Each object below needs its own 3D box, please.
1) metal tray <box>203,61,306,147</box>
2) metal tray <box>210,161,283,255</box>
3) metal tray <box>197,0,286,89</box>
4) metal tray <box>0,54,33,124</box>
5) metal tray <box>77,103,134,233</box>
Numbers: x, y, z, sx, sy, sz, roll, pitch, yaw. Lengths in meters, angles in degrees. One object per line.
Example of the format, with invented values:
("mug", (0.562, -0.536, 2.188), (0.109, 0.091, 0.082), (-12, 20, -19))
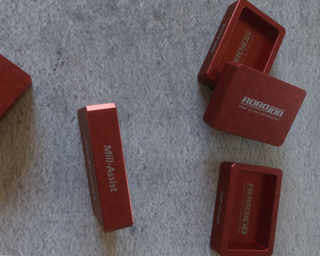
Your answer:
("metal tray", (0.135, -0.031, 0.436), (0.131, 0.030, 0.089), (15, 103, -26))
("metal tray", (0.127, 0.119, 0.455), (0.091, 0.030, 0.129), (9, 87, -20))
("metal tray", (0.120, -0.108, 0.452), (0.090, 0.030, 0.130), (27, 81, -18))
("metal tray", (-0.217, -0.057, 0.326), (0.130, 0.030, 0.090), (38, 78, -16))
("metal tray", (-0.065, 0.040, 0.351), (0.030, 0.090, 0.129), (-9, 93, -20))
